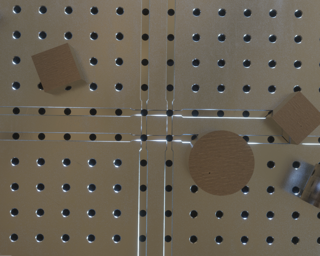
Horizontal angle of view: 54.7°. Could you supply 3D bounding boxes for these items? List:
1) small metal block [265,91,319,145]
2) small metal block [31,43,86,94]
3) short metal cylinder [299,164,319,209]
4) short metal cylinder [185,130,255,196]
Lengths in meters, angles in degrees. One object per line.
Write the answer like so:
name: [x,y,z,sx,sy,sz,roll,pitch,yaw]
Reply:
small metal block: [0.180,-0.013,0.415,0.050,0.025,0.050,-43,90,0]
small metal block: [-0.134,-0.078,0.412,0.050,0.025,0.050,-20,90,0]
short metal cylinder: [0.225,0.085,0.388,0.080,0.080,0.050,25,90,0]
short metal cylinder: [0.075,0.042,0.401,0.081,0.050,0.079,0,90,0]
